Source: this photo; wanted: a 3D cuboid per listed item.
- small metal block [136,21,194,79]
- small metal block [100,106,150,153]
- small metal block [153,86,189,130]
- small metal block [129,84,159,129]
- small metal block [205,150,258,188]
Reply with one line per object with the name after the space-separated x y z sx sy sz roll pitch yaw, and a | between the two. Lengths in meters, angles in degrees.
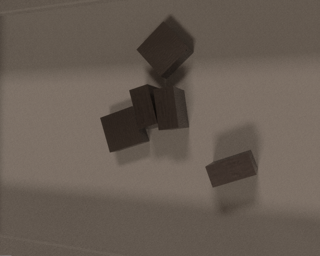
0.007 -0.101 0.407 0.050 0.025 0.050 -43 77 14 | small metal block
-0.048 0.002 0.426 0.050 0.025 0.050 -18 84 18 | small metal block
0.015 -0.024 0.391 0.025 0.050 0.050 -8 87 19 | small metal block
-0.012 -0.026 0.401 0.025 0.050 0.050 -16 85 19 | small metal block
0.086 0.047 0.367 0.050 0.050 0.025 -21 83 18 | small metal block
